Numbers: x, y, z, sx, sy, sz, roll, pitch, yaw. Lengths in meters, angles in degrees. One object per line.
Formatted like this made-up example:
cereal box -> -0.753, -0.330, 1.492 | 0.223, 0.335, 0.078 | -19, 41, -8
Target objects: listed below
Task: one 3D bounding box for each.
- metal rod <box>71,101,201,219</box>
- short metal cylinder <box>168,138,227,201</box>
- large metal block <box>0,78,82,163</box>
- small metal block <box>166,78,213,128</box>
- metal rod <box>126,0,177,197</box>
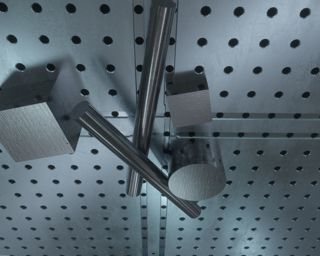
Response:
metal rod -> -0.013, 0.063, 0.435 | 0.025, 0.025, 0.300 | -24, 136, 18
short metal cylinder -> 0.052, 0.061, 0.448 | 0.081, 0.050, 0.079 | -1, 130, 0
large metal block -> -0.155, -0.008, 0.386 | 0.080, 0.050, 0.080 | -10, 130, 8
small metal block -> 0.037, -0.030, 0.386 | 0.050, 0.025, 0.050 | -9, 130, 7
metal rod -> -0.019, -0.011, 0.401 | 0.025, 0.025, 0.298 | 7, 130, -6
